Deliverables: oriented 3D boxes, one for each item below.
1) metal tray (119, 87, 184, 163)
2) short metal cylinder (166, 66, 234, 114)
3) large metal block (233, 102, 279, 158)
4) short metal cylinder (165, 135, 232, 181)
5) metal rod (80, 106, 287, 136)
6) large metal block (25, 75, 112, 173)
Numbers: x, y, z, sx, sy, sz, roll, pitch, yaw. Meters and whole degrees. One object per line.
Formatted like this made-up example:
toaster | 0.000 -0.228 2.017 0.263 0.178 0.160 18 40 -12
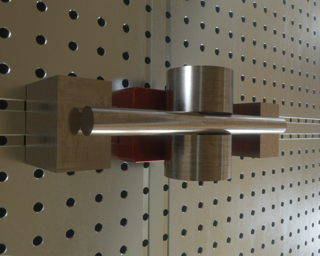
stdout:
metal tray | 0.009 -0.003 0.413 0.131 0.030 0.089 2 89 -40
short metal cylinder | 0.048 -0.043 0.374 0.081 0.080 0.050 1 90 -40
large metal block | 0.136 0.003 0.485 0.050 0.080 0.080 1 90 -40
short metal cylinder | 0.046 0.032 0.372 0.081 0.080 0.050 1 90 -40
metal rod | 0.056 -0.005 0.351 0.302 0.025 0.025 1 90 -40
large metal block | -0.089 -0.003 0.297 0.050 0.080 0.080 1 90 -40
